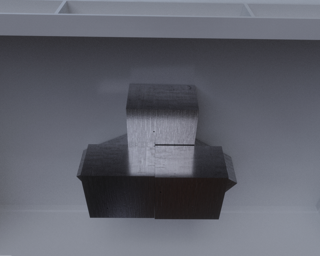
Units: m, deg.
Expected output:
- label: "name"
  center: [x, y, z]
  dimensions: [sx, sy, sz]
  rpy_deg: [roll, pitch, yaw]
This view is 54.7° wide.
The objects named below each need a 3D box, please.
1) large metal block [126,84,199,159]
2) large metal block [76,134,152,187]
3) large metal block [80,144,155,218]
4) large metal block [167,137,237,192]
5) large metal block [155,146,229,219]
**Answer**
- label: "large metal block"
  center: [0.002, -0.006, 0.385]
  dimensions: [0.081, 0.050, 0.079]
  rpy_deg: [1, 130, -1]
- label: "large metal block"
  center: [-0.057, 0.062, 0.443]
  dimensions: [0.080, 0.050, 0.080]
  rpy_deg: [-21, 127, 16]
- label: "large metal block"
  center: [-0.047, 0.066, 0.381]
  dimensions: [0.081, 0.050, 0.079]
  rpy_deg: [0, 130, -1]
- label: "large metal block"
  center: [0.049, 0.067, 0.446]
  dimensions: [0.080, 0.050, 0.080]
  rpy_deg: [28, 125, -21]
- label: "large metal block"
  center: [0.034, 0.068, 0.381]
  dimensions: [0.081, 0.050, 0.079]
  rpy_deg: [0, 130, -1]
